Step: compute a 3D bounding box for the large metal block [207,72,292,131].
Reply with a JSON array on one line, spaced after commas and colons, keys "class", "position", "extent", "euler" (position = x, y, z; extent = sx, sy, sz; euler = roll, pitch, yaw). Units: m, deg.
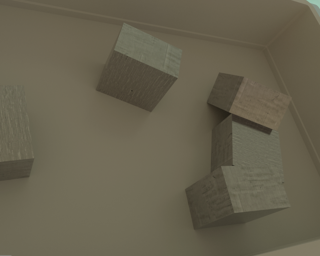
[{"class": "large metal block", "position": [0.128, -0.041, 0.456], "extent": [0.081, 0.080, 0.050], "euler": [19, 99, -17]}]

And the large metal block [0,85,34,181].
[{"class": "large metal block", "position": [-0.170, 0.007, 0.294], "extent": [0.081, 0.050, 0.080], "euler": [-4, 64, -30]}]

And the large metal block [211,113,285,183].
[{"class": "large metal block", "position": [0.119, 0.037, 0.431], "extent": [0.080, 0.050, 0.080], "euler": [20, 54, -17]}]

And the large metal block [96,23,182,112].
[{"class": "large metal block", "position": [-0.028, -0.074, 0.401], "extent": [0.080, 0.080, 0.050], "euler": [21, 54, -16]}]

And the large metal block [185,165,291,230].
[{"class": "large metal block", "position": [0.089, 0.082, 0.367], "extent": [0.081, 0.080, 0.050], "euler": [3, 61, -27]}]
